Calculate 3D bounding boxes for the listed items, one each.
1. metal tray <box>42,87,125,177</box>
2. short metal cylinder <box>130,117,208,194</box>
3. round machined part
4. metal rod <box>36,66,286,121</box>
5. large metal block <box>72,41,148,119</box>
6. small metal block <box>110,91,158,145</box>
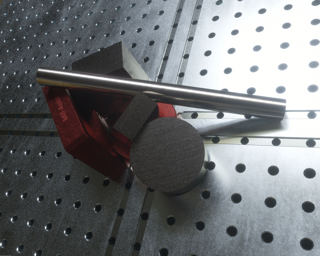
[{"bbox_3d":[-0.105,-0.003,0.421,0.030,0.090,0.130,-38,51,3],"label":"metal tray"},{"bbox_3d":[0.012,0.033,0.349,0.080,0.050,0.080,-3,74,12],"label":"short metal cylinder"},{"bbox_3d":[-0.024,-0.003,0.414,0.098,0.042,0.098,-13,56,20],"label":"round machined part"},{"bbox_3d":[-0.007,-0.044,0.376,0.301,0.025,0.025,9,65,10],"label":"metal rod"},{"bbox_3d":[-0.069,-0.066,0.446,0.080,0.080,0.050,-19,55,16],"label":"large metal block"},{"bbox_3d":[-0.031,-0.010,0.357,0.025,0.050,0.050,35,76,-5],"label":"small metal block"}]
